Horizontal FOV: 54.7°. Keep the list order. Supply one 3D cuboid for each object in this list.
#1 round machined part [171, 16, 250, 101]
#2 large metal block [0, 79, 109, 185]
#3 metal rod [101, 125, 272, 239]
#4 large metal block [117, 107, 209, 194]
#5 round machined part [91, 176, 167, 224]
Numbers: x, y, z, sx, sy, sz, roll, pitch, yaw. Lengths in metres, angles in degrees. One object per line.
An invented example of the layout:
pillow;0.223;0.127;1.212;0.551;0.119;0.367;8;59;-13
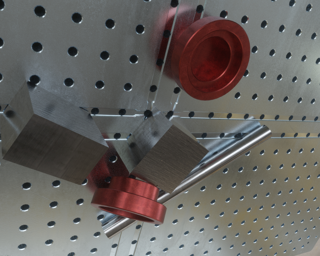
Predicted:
round machined part;0.057;-0.086;0.378;0.099;0.042;0.097;-14;124;-21
large metal block;-0.110;0.004;0.318;0.080;0.080;0.050;31;101;-38
metal rod;0.048;0.080;0.486;0.301;0.025;0.025;-30;129;-9
large metal block;0.005;0.032;0.417;0.080;0.050;0.080;-49;129;6
round machined part;-0.039;0.095;0.415;0.098;0.098;0.042;34;61;-39
